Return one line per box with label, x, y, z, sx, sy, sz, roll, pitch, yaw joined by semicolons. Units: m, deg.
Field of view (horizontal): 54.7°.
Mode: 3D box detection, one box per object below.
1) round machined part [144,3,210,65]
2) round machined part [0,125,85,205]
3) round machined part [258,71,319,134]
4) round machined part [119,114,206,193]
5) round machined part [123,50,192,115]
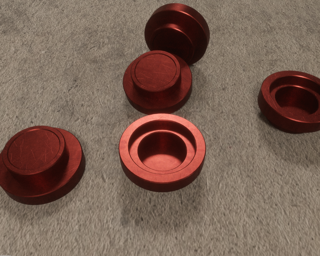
round machined part;0.023;-0.132;0.467;0.098;0.097;0.042;14;51;11
round machined part;-0.141;0.036;0.360;0.099;0.042;0.098;0;50;0
round machined part;0.182;-0.031;0.420;0.099;0.042;0.098;0;50;0
round machined part;0.003;0.033;0.365;0.099;0.042;0.098;0;50;0
round machined part;-0.004;-0.069;0.435;0.099;0.042;0.098;-2;65;5
